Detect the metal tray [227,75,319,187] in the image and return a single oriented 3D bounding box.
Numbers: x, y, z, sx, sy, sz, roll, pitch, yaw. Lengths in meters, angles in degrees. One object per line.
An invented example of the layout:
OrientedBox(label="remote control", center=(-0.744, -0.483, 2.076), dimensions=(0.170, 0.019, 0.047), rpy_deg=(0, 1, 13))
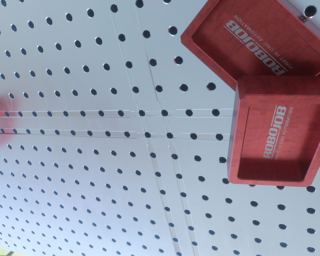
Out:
OrientedBox(label="metal tray", center=(0.119, 0.009, 0.315), dimensions=(0.090, 0.030, 0.129), rpy_deg=(1, 134, 7))

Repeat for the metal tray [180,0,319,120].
OrientedBox(label="metal tray", center=(0.097, -0.080, 0.306), dimensions=(0.130, 0.030, 0.090), rpy_deg=(42, 129, -1))
